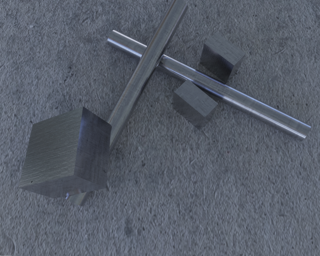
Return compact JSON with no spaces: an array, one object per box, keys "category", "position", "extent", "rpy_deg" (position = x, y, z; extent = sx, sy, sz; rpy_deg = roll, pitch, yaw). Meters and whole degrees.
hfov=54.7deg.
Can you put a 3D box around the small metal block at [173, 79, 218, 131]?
[{"category":"small metal block","position":[0.045,-0.029,0.406],"extent":[0.050,0.050,0.025],"rpy_deg":[41,75,13]}]

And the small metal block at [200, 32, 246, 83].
[{"category":"small metal block","position":[0.086,-0.097,0.431],"extent":[0.050,0.050,0.025],"rpy_deg":[41,75,13]}]

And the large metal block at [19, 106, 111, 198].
[{"category":"large metal block","position":[-0.107,0.031,0.358],"extent":[0.080,0.050,0.080],"rpy_deg":[-16,58,26]}]

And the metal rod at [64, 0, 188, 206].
[{"category":"metal rod","position":[-0.038,-0.042,0.404],"extent":[0.025,0.025,0.299],"rpy_deg":[25,78,8]}]

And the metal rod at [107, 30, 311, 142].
[{"category":"metal rod","position":[0.061,-0.063,0.431],"extent":[0.301,0.025,0.025],"rpy_deg":[28,72,9]}]
